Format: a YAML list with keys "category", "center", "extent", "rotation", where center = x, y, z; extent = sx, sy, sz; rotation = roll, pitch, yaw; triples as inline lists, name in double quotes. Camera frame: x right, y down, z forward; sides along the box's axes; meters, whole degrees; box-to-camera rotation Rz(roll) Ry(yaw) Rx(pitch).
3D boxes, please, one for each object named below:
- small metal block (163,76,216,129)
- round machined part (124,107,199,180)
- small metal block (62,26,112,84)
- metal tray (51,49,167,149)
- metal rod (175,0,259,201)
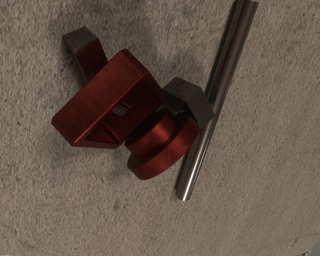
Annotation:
- category: "small metal block"
  center: [0.036, -0.032, 0.390]
  extent: [0.025, 0.050, 0.050]
  rotation: [-43, 130, -10]
- category: "round machined part"
  center: [-0.004, 0.013, 0.374]
  extent: [0.098, 0.098, 0.042]
  rotation: [-42, 104, 0]
- category: "small metal block"
  center: [-0.070, -0.069, 0.310]
  extent: [0.025, 0.050, 0.050]
  rotation: [-28, 128, -12]
- category: "metal tray"
  center: [-0.042, -0.021, 0.318]
  extent: [0.090, 0.030, 0.130]
  rotation: [-44, 170, 3]
- category: "metal rod"
  center: [0.072, -0.023, 0.433]
  extent: [0.025, 0.025, 0.298]
  rotation: [0, 118, -29]
